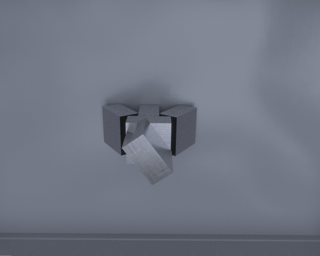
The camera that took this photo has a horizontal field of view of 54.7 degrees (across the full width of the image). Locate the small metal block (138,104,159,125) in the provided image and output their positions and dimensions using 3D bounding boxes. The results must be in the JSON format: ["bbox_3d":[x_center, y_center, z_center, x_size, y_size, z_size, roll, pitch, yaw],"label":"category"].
[{"bbox_3d":[-0.014,0.001,0.396,0.025,0.050,0.050,1,110,0],"label":"small metal block"}]

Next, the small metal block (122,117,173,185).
[{"bbox_3d":[-0.012,0.023,0.324,0.025,0.050,0.050,-33,107,12],"label":"small metal block"}]

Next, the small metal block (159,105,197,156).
[{"bbox_3d":[0.023,0.002,0.394,0.025,0.050,0.050,14,114,32],"label":"small metal block"}]

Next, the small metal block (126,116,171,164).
[{"bbox_3d":[-0.013,0.014,0.360,0.050,0.025,0.050,1,110,-1],"label":"small metal block"}]

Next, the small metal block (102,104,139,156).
[{"bbox_3d":[-0.050,0.001,0.393,0.025,0.050,0.050,-12,114,-32],"label":"small metal block"}]
